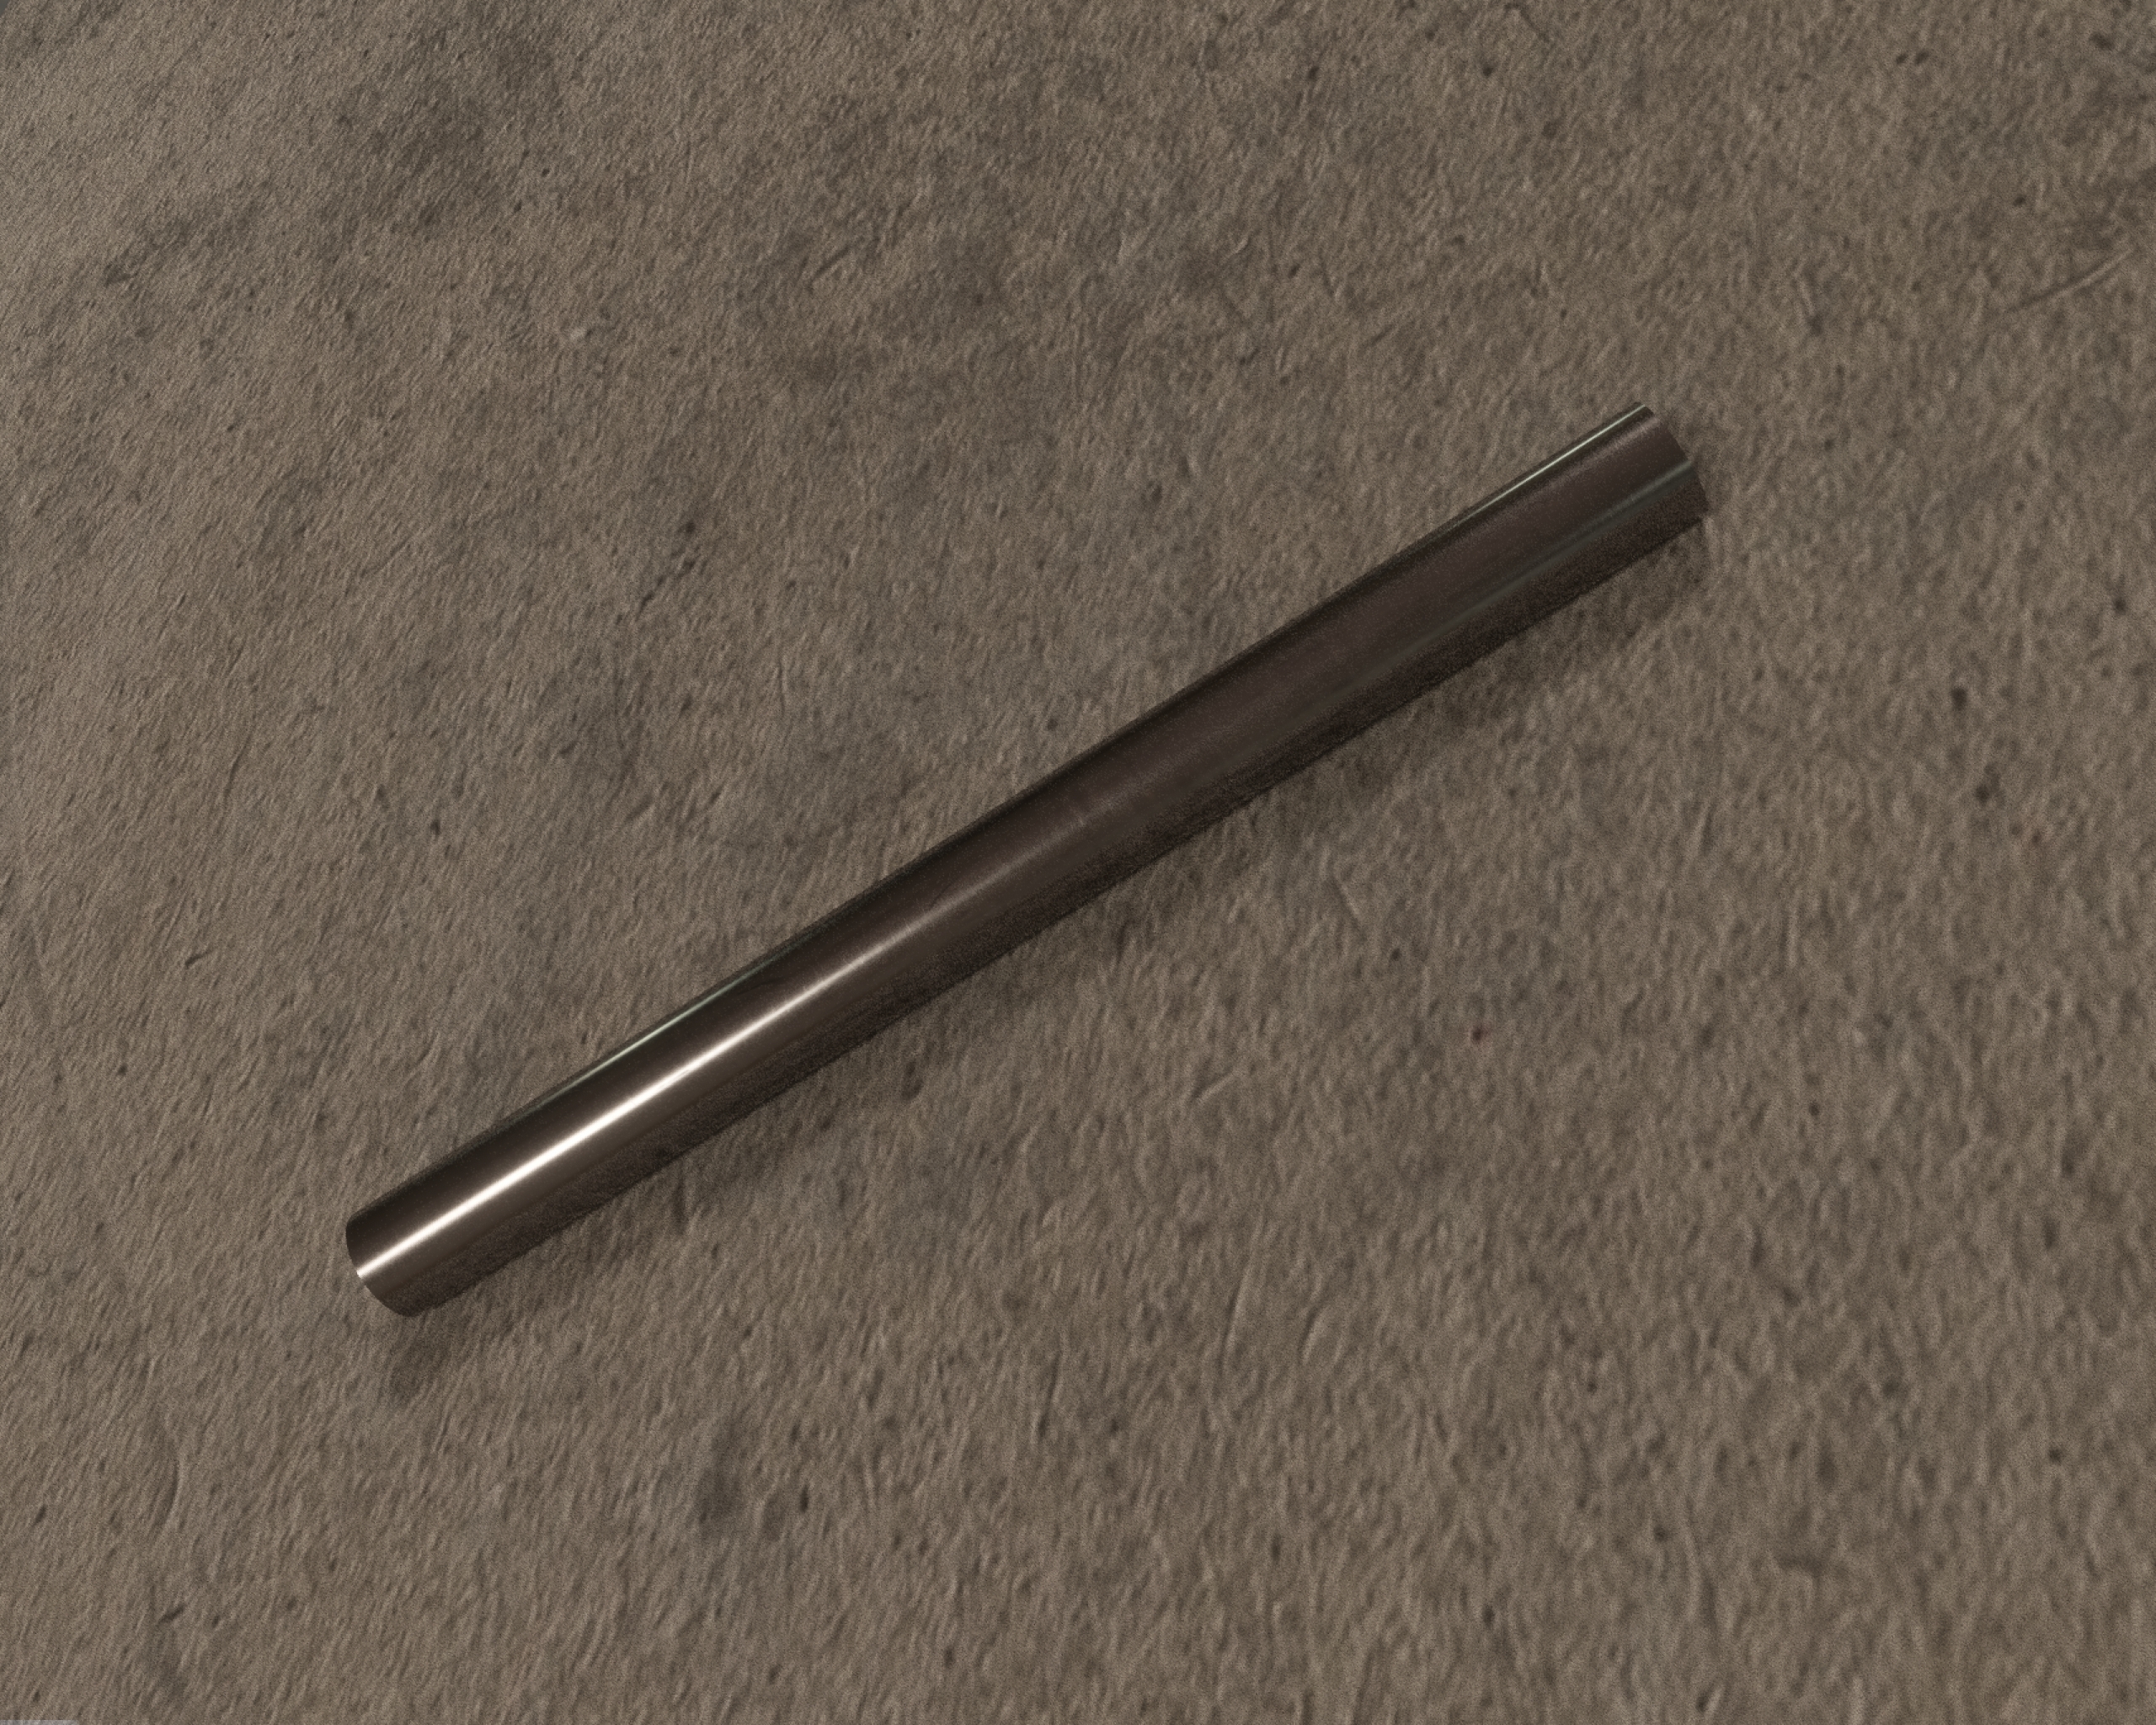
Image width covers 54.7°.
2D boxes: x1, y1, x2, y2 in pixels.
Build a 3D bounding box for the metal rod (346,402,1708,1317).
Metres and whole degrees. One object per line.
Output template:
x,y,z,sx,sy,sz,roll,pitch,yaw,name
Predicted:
-0.015,0.003,0.410,0.300,0.025,0.025,-32,52,7,metal rod
